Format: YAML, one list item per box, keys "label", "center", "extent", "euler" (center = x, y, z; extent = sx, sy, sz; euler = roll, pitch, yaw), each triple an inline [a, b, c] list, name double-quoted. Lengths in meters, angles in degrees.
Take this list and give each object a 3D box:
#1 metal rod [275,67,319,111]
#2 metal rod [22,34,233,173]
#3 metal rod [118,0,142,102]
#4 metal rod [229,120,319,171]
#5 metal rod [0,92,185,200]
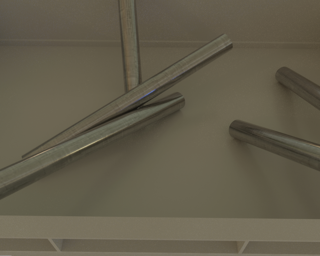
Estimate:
- label: "metal rod"
  center: [0.207, -0.015, 0.345]
  extent: [0.025, 0.025, 0.300]
  euler: [-5, 27, -5]
- label: "metal rod"
  center: [-0.033, -0.037, 0.397]
  extent: [0.301, 0.025, 0.025]
  euler: [-33, 57, -11]
- label: "metal rod"
  center: [-0.045, -0.163, 0.433]
  extent: [0.025, 0.025, 0.298]
  euler: [-4, 85, -4]
- label: "metal rod"
  center: [0.165, 0.034, 0.277]
  extent: [0.025, 0.025, 0.300]
  euler: [-24, 22, -19]
- label: "metal rod"
  center: [-0.075, 0.015, 0.341]
  extent: [0.025, 0.025, 0.302]
  euler: [37, 43, 26]
